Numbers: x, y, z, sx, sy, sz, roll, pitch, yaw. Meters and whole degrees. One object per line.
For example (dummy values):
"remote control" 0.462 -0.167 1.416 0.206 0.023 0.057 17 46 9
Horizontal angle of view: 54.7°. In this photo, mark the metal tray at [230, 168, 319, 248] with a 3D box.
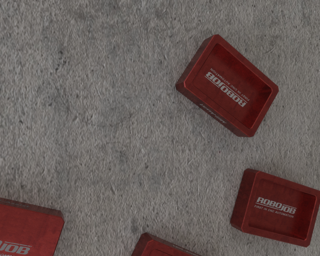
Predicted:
"metal tray" 0.179 0.122 0.472 0.131 0.030 0.090 19 84 -19

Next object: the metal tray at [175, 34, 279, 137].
"metal tray" 0.098 -0.057 0.442 0.130 0.030 0.090 35 79 -17

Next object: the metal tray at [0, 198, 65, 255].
"metal tray" -0.183 0.125 0.339 0.131 0.030 0.090 19 84 -19

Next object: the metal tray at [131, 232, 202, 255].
"metal tray" 0.017 0.207 0.412 0.131 0.030 0.090 29 80 -18
